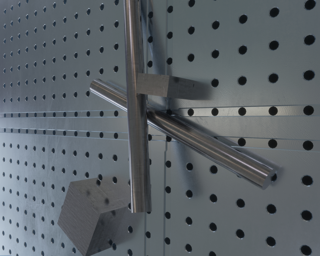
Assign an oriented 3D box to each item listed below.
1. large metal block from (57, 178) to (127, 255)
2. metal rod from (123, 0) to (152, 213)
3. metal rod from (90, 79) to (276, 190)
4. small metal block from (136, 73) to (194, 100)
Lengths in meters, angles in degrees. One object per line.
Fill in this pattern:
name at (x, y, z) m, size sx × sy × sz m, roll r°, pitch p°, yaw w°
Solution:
large metal block at (-0.107, 0.136, 0.482) m, size 0.080 × 0.050 × 0.079 m, roll 33°, pitch 111°, yaw 35°
metal rod at (-0.031, -0.044, 0.405) m, size 0.025 × 0.025 × 0.299 m, roll -16°, pitch 71°, yaw 39°
metal rod at (0.005, -0.007, 0.404) m, size 0.300 × 0.025 × 0.025 m, roll 29°, pitch 108°, yaw 36°
small metal block at (0.006, -0.052, 0.388) m, size 0.050 × 0.050 × 0.025 m, roll 13°, pitch 98°, yaw 39°
